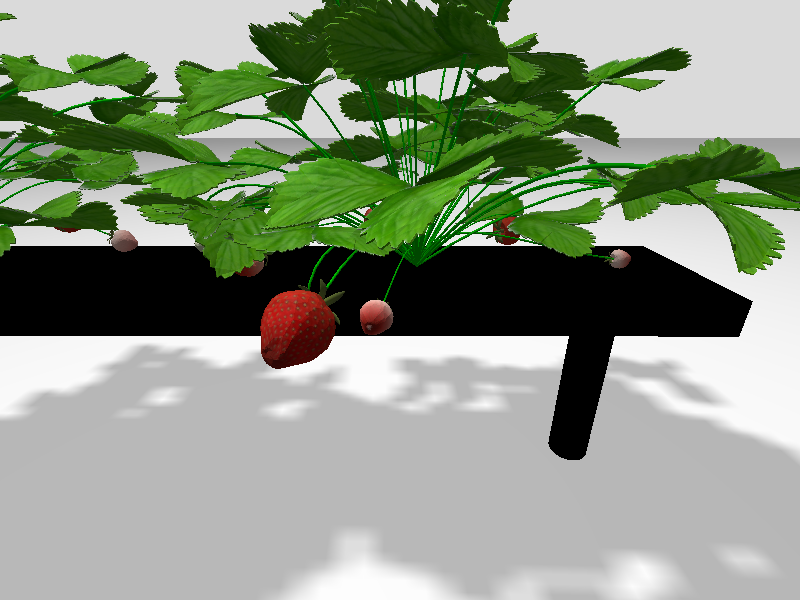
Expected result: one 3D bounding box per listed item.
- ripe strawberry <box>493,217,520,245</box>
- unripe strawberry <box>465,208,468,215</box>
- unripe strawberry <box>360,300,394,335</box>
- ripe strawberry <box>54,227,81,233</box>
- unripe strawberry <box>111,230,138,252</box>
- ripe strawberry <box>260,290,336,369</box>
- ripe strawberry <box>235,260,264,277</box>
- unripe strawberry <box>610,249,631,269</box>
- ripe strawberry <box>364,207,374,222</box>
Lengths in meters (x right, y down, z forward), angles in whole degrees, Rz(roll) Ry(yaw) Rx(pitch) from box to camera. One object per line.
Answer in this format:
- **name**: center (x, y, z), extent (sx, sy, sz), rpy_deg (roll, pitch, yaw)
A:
- **ripe strawberry**: center (0.120, -0.078, 0.434), extent (0.036, 0.035, 0.033), rpy_deg (-16, 29, -34)
- **unripe strawberry**: center (0.088, -0.115, 0.518), extent (0.009, 0.010, 0.010), rpy_deg (10, 26, 21)
- **unripe strawberry**: center (-0.015, 0.012, 0.246), extent (0.021, 0.022, 0.023), rpy_deg (5, 25, 12)
- **ripe strawberry**: center (-0.393, -0.099, 0.478), extent (0.039, 0.035, 0.036), rpy_deg (8, 24, 17)
- **unripe strawberry**: center (-0.282, -0.060, 0.411), extent (0.022, 0.022, 0.021), rpy_deg (21, 14, -26)
- **ripe strawberry**: center (-0.057, 0.017, 0.213), extent (0.040, 0.042, 0.044), rpy_deg (10, 39, 22)
- **ripe strawberry**: center (-0.135, -0.039, 0.336), extent (0.041, 0.040, 0.045), rpy_deg (-5, 24, -9)
- **unripe strawberry**: center (0.200, -0.037, 0.363), extent (0.017, 0.017, 0.016), rpy_deg (1, 24, 1)
- **ripe strawberry**: center (-0.031, -0.098, 0.487), extent (0.028, 0.030, 0.031), rpy_deg (-8, 24, -17)
